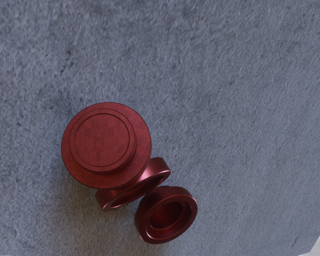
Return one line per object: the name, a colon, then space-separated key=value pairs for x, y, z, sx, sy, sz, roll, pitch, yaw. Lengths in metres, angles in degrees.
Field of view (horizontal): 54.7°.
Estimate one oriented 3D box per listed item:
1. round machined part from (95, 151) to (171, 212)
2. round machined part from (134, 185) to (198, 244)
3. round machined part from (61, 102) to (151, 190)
round machined part: x=-0.039 y=0.063 z=0.396 sx=0.099 sy=0.042 sz=0.098 roll=-29 pitch=162 yaw=-10
round machined part: x=0.006 y=0.129 z=0.481 sx=0.099 sy=0.042 sz=0.097 roll=-14 pitch=125 yaw=-21
round machined part: x=-0.059 y=0.017 z=0.336 sx=0.098 sy=0.098 sz=0.042 roll=-33 pitch=166 yaw=-8
